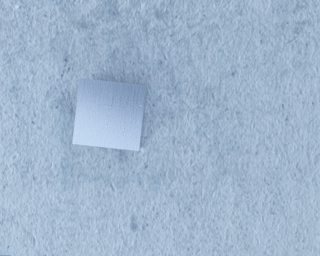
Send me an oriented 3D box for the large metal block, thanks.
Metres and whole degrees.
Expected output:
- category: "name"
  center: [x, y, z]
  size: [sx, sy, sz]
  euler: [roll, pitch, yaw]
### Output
- category: "large metal block"
  center: [-0.061, -0.016, 0.397]
  size: [0.080, 0.050, 0.080]
  euler: [6, 90, 0]
